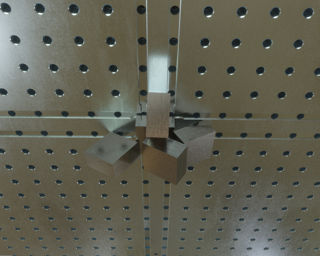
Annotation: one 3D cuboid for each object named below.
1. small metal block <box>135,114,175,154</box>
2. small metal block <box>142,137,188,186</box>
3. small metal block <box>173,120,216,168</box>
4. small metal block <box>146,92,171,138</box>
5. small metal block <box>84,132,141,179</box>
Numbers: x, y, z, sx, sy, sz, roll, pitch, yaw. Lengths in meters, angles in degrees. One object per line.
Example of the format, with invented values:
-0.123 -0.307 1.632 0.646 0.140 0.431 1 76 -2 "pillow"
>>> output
-0.007 0.009 0.420 0.050 0.025 0.050 2 130 -2 "small metal block"
0.006 0.039 0.396 0.050 0.025 0.050 22 135 25 "small metal block"
0.044 0.023 0.417 0.050 0.025 0.050 -19 135 -25 "small metal block"
-0.003 -0.016 0.368 0.025 0.050 0.050 3 94 -1 "small metal block"
-0.062 0.035 0.411 0.050 0.050 0.025 18 131 31 "small metal block"
